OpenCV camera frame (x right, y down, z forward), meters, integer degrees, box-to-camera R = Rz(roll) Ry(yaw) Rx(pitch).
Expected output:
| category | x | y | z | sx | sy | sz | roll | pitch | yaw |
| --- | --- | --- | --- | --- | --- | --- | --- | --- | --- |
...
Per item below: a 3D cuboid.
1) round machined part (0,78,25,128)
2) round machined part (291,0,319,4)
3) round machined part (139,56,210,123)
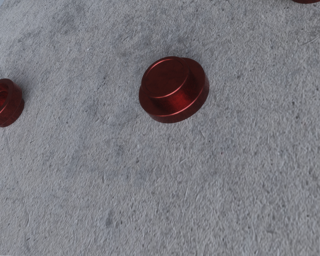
| category | x | y | z | sx | sy | sz | roll | pitch | yaw |
| --- | --- | --- | --- | --- | --- | --- | --- | --- | --- |
| round machined part | -0.292 | -0.040 | 0.572 | 0.098 | 0.042 | 0.098 | -13 | 56 | 21 |
| round machined part | 0.203 | -0.206 | 0.412 | 0.098 | 0.042 | 0.098 | -13 | 56 | 21 |
| round machined part | 0.014 | -0.059 | 0.422 | 0.098 | 0.042 | 0.098 | -13 | 56 | 21 |
